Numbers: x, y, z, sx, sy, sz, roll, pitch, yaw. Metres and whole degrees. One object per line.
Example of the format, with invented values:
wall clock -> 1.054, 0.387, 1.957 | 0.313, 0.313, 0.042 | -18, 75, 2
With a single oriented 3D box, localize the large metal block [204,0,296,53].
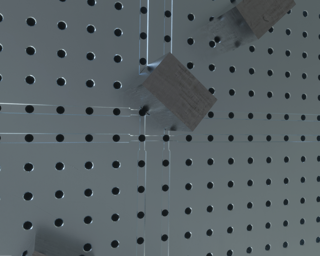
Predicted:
large metal block -> 0.122, -0.156, 0.430 | 0.080, 0.080, 0.050 | -43, 104, -15

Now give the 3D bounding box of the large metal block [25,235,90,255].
large metal block -> -0.125, 0.182, 0.354 | 0.080, 0.050, 0.080 | 30, 80, -18

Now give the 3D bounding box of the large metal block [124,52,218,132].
large metal block -> 0.010, -0.041, 0.388 | 0.080, 0.080, 0.050 | 42, 77, -16
